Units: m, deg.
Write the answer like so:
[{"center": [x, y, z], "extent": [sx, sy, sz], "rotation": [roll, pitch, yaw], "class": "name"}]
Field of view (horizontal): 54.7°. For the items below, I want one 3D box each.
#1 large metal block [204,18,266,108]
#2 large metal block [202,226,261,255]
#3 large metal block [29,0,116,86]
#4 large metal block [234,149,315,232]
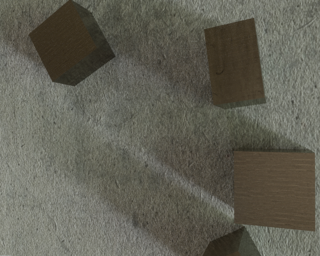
[{"center": [0.088, -0.066, 0.349], "extent": [0.050, 0.080, 0.080], "rotation": [-8, 88, 20], "class": "large metal block"}, {"center": [0.090, 0.169, 0.348], "extent": [0.050, 0.080, 0.080], "rotation": [-31, 80, 17], "class": "large metal block"}, {"center": [-0.124, -0.117, 0.439], "extent": [0.080, 0.050, 0.080], "rotation": [-32, 80, 17], "class": "large metal block"}, {"center": [0.128, 0.065, 0.350], "extent": [0.080, 0.050, 0.080], "rotation": [0, 90, 20], "class": "large metal block"}]
